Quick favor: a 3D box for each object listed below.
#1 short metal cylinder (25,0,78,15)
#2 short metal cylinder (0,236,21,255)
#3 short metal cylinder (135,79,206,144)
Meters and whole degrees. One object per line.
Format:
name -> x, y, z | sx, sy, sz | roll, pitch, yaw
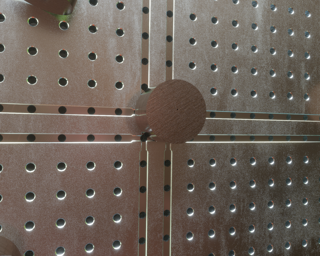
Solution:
short metal cylinder -> -0.125, -0.168, 0.337 | 0.080, 0.080, 0.050 | 21, 83, -19
short metal cylinder -> -0.192, 0.161, 0.329 | 0.081, 0.050, 0.079 | 0, 90, -20
short metal cylinder -> 0.013, -0.020, 0.404 | 0.081, 0.050, 0.079 | 0, 90, -20
